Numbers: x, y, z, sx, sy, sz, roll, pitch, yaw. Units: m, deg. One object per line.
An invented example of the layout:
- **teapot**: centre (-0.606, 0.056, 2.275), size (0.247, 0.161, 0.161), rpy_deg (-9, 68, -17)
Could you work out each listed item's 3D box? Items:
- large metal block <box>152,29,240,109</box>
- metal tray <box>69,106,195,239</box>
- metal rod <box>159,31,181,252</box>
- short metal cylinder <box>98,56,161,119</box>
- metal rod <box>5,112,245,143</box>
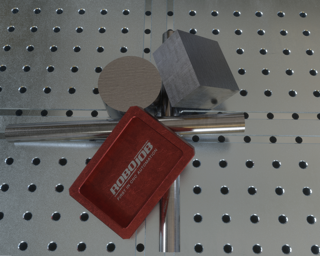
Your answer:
- **large metal block**: centre (0.047, -0.073, 0.404), size (0.081, 0.050, 0.080), rpy_deg (-1, 64, -43)
- **metal tray**: centre (-0.032, 0.050, 0.363), size (0.090, 0.030, 0.130), rpy_deg (38, 95, 6)
- **metal rod**: centre (0.014, 0.003, 0.410), size (0.025, 0.025, 0.299), rpy_deg (1, 70, 0)
- **short metal cylinder**: centre (-0.038, -0.049, 0.415), size (0.081, 0.050, 0.080), rpy_deg (0, 70, 0)
- **metal rod**: centre (-0.048, 0.000, 0.394), size (0.302, 0.025, 0.025), rpy_deg (-3, 70, 6)
